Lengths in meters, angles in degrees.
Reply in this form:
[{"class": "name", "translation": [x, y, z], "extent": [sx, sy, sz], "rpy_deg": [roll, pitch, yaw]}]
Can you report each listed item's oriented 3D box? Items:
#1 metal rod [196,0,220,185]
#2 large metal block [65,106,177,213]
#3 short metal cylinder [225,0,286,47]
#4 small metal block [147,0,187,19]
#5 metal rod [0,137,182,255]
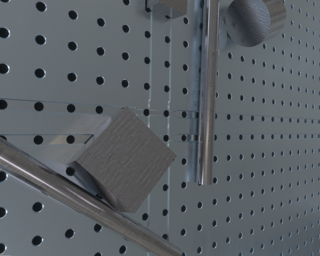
[{"class": "metal rod", "translation": [0.073, -0.065, 0.470], "extent": [0.025, 0.025, 0.298], "rpy_deg": [4, 87, -40]}, {"class": "large metal block", "translation": [-0.042, 0.036, 0.345], "extent": [0.080, 0.050, 0.080], "rpy_deg": [46, 61, -12]}, {"class": "short metal cylinder", "translation": [0.155, -0.177, 0.503], "extent": [0.050, 0.080, 0.080], "rpy_deg": [-30, 109, -36]}, {"class": "small metal block", "translation": [0.011, -0.182, 0.418], "extent": [0.050, 0.025, 0.050], "rpy_deg": [4, 88, -40]}, {"class": "metal rod", "translation": [-0.074, 0.091, 0.347], "extent": [0.300, 0.025, 0.025], "rpy_deg": [42, 64, -32]}]
